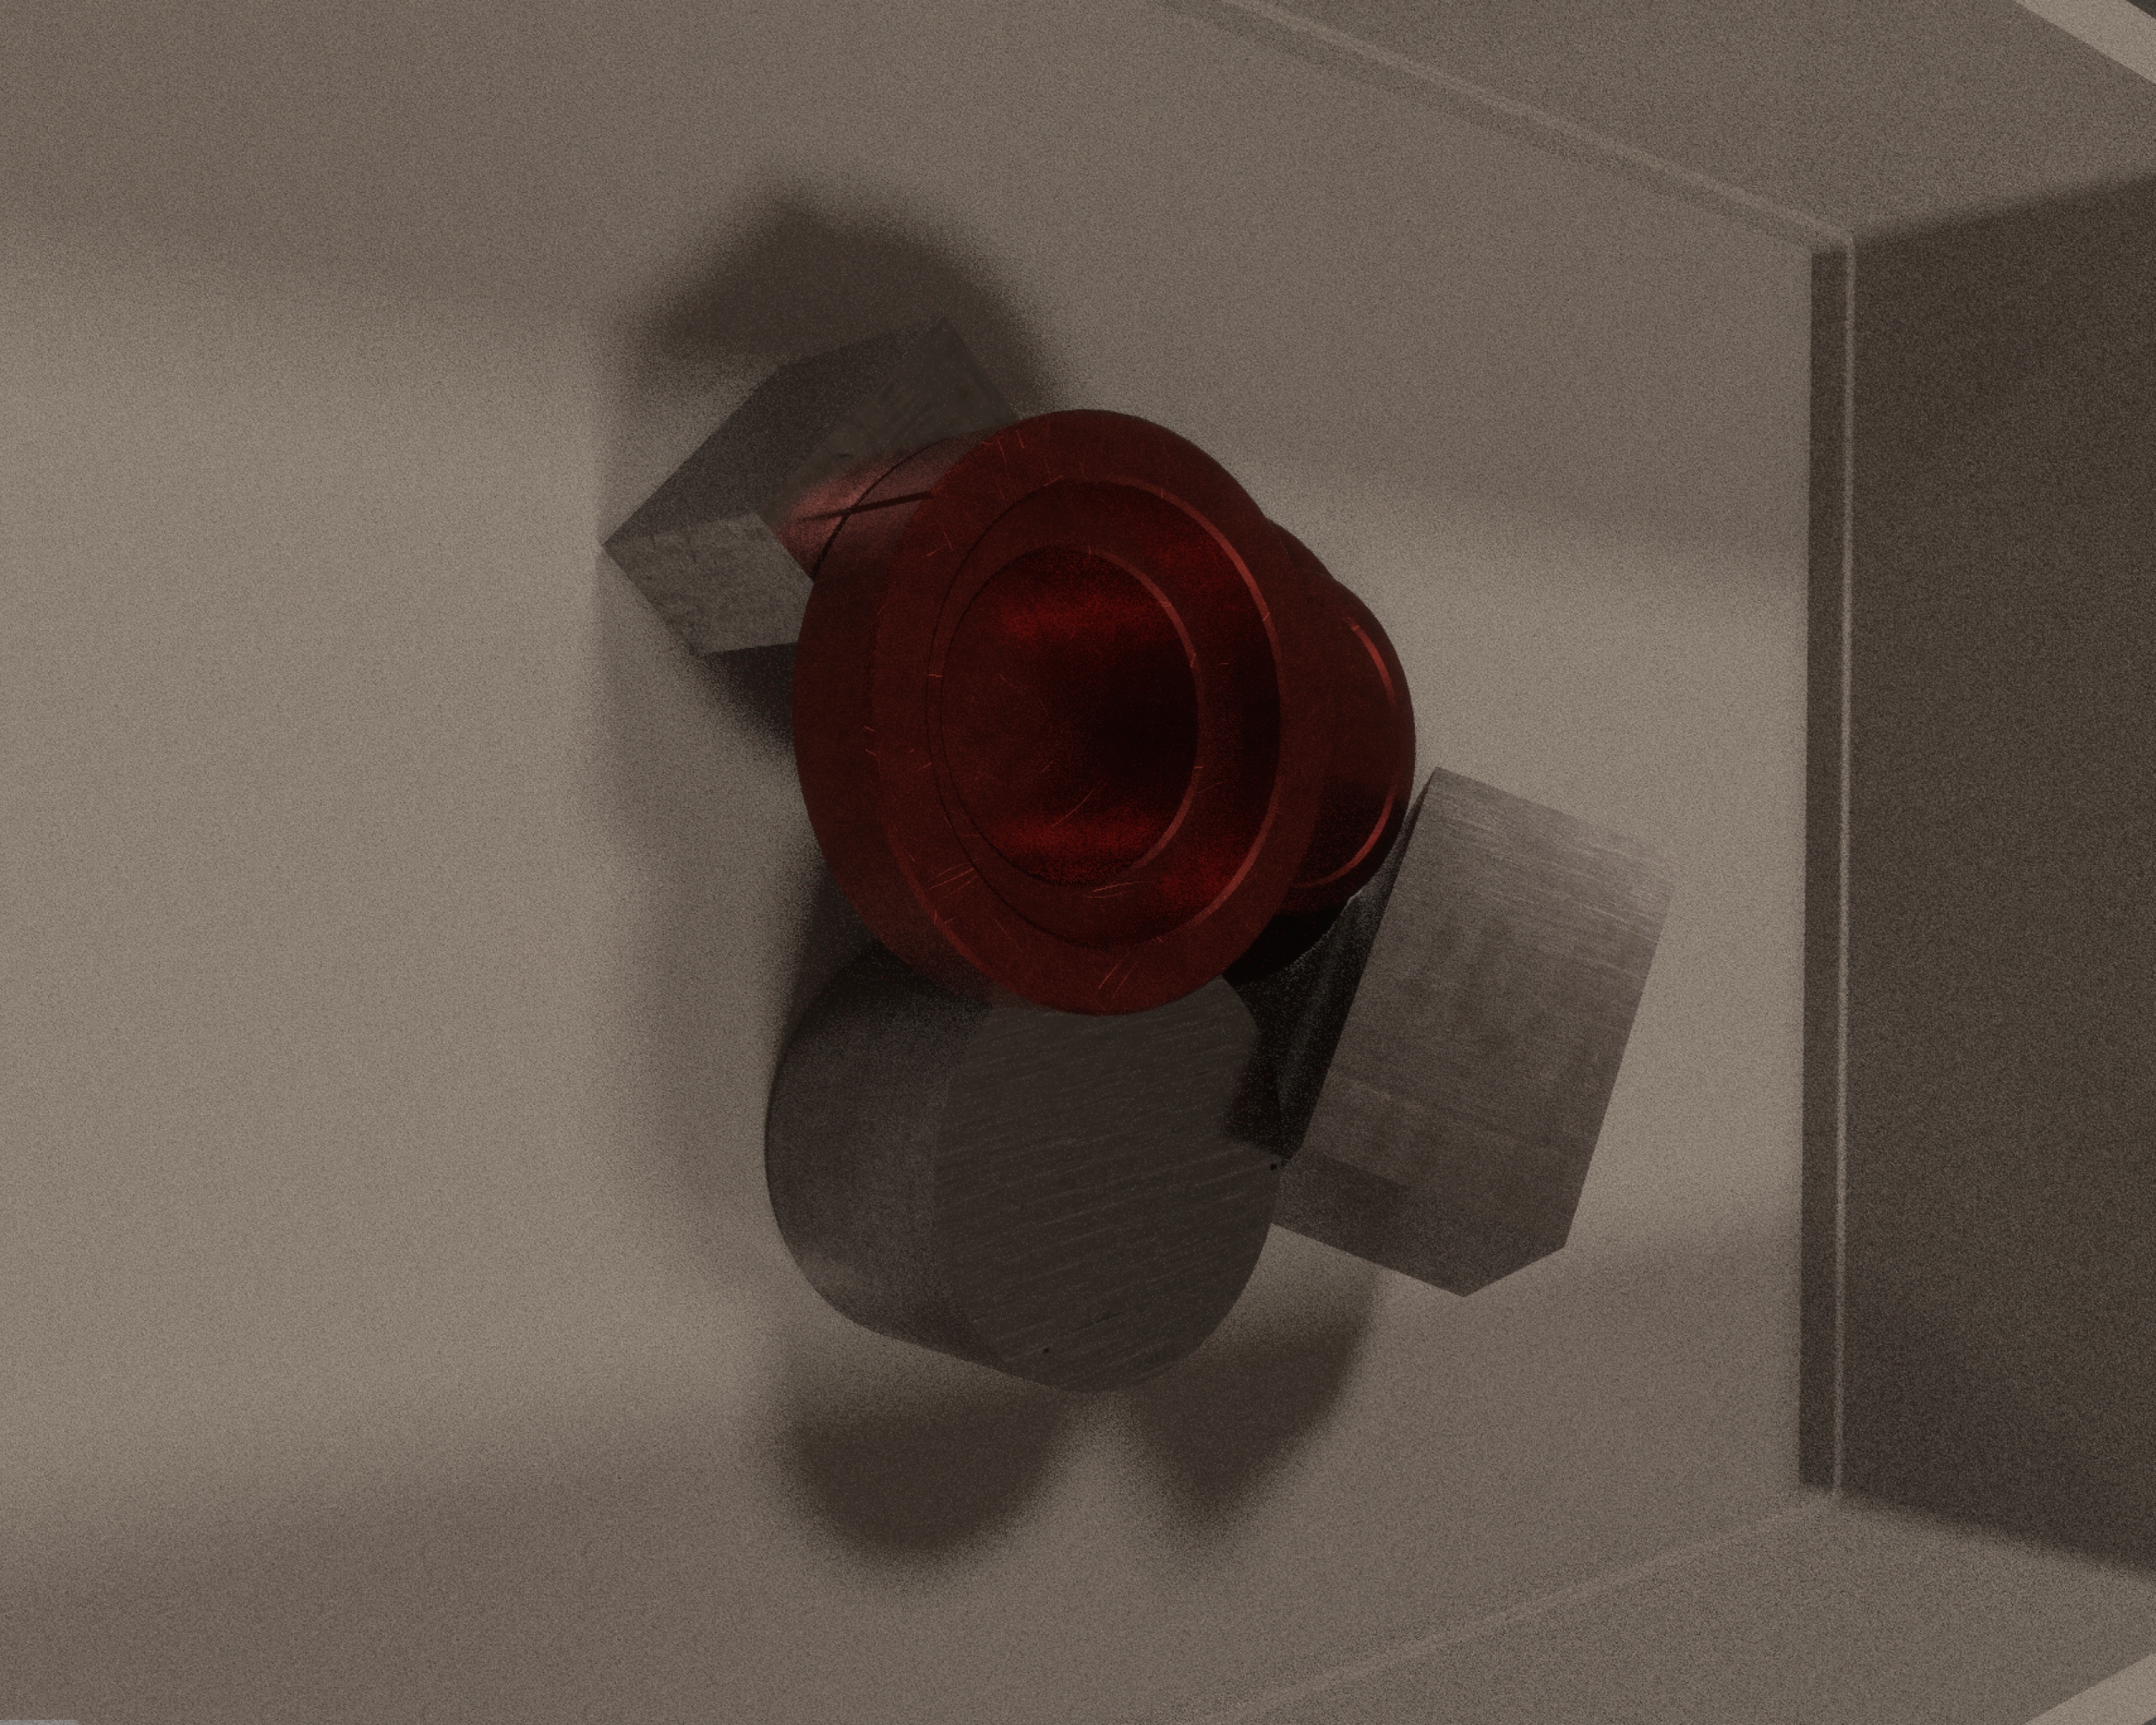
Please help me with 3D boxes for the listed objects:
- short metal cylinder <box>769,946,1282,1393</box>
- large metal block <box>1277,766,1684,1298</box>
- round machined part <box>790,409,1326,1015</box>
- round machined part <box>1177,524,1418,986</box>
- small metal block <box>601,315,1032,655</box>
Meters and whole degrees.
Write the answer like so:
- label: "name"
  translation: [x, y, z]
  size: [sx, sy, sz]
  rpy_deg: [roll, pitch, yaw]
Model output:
- label: "short metal cylinder"
  translation: [-0.009, 0.052, 0.383]
  size: [0.081, 0.050, 0.079]
  rpy_deg: [0, 90, -40]
- label: "large metal block"
  translation: [0.076, 0.038, 0.426]
  size: [0.050, 0.080, 0.080]
  rpy_deg: [21, 72, 4]
- label: "round machined part"
  translation: [-0.007, -0.024, 0.351]
  size: [0.099, 0.042, 0.097]
  rpy_deg: [0, 90, -40]
- label: "round machined part"
  translation: [0.030, -0.024, 0.418]
  size: [0.099, 0.042, 0.097]
  rpy_deg: [0, 90, -40]
- label: "small metal block"
  translation: [-0.044, -0.063, 0.352]
  size: [0.025, 0.050, 0.050]
  rpy_deg: [52, 60, -28]
